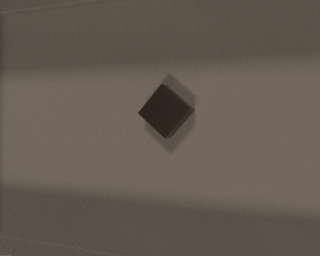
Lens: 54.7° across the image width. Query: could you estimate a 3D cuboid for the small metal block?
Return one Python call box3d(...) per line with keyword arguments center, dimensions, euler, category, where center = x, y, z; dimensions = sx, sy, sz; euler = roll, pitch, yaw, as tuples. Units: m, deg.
box3d(center=(0.009, -0.022, 0.407), dimensions=(0.050, 0.025, 0.050), euler=(43, 103, 14), category="small metal block")
